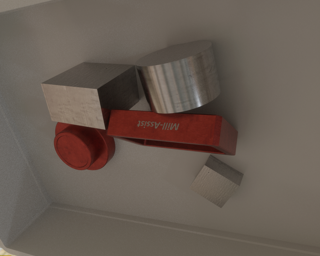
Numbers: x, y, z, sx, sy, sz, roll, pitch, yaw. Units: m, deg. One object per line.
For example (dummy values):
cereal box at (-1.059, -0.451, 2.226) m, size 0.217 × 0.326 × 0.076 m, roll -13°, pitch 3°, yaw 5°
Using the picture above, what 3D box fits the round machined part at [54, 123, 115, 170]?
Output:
round machined part at (-0.122, 0.026, 0.476) m, size 0.098 × 0.042 × 0.097 m, roll 13°, pitch 124°, yaw 20°

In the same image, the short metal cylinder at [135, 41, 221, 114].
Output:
short metal cylinder at (0.020, -0.055, 0.328) m, size 0.080 × 0.080 × 0.050 m, roll -3°, pitch 117°, yaw 29°

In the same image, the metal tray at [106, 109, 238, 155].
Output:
metal tray at (0.016, 0.006, 0.361) m, size 0.130 × 0.090 × 0.030 m, roll 5°, pitch 81°, yaw 25°

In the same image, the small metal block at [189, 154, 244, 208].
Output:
small metal block at (0.074, 0.071, 0.413) m, size 0.050 × 0.025 × 0.050 m, roll 31°, pitch 128°, yaw 7°

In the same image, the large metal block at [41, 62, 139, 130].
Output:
large metal block at (-0.083, -0.044, 0.387) m, size 0.080 × 0.080 × 0.050 m, roll 9°, pitch 122°, yaw 24°
